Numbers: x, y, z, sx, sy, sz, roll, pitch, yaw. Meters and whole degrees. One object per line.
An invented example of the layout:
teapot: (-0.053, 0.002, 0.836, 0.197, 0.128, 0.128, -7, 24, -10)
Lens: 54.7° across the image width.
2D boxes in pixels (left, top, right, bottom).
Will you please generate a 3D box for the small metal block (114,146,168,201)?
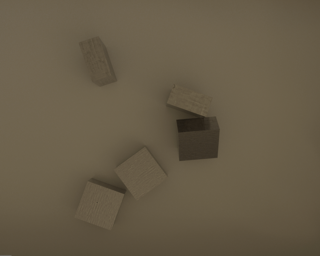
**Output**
small metal block: (-0.025, 0.059, 0.411, 0.050, 0.025, 0.050, -36, 90, 0)

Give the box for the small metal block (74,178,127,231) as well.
small metal block: (-0.078, 0.100, 0.411, 0.050, 0.025, 0.050, 20, 90, 0)

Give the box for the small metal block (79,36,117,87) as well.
small metal block: (-0.078, -0.084, 0.398, 0.025, 0.050, 0.050, -19, 90, 0)

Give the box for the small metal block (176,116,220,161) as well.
small metal block: (0.048, 0.014, 0.399, 0.050, 0.025, 0.050, -5, 130, 0)

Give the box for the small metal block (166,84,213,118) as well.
small metal block: (0.036, -0.033, 0.399, 0.050, 0.050, 0.025, 20, 90, 0)
